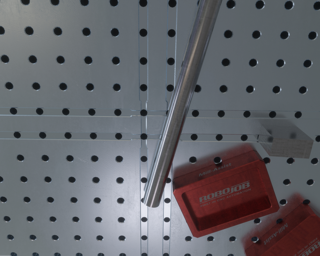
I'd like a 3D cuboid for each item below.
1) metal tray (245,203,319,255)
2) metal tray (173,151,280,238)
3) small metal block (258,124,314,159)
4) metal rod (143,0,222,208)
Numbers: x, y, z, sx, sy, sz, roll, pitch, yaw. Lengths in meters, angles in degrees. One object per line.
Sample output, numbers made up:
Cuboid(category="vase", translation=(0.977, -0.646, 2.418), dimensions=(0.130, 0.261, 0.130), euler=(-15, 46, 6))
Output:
Cuboid(category="metal tray", translation=(0.211, 0.189, 0.482), dimensions=(0.090, 0.030, 0.130), euler=(39, 105, -13))
Cuboid(category="metal tray", translation=(0.094, 0.097, 0.446), dimensions=(0.130, 0.030, 0.090), euler=(-21, 109, 7))
Cuboid(category="small metal block", translation=(0.163, 0.017, 0.407), dimensions=(0.050, 0.050, 0.025), euler=(4, 110, -2))
Cuboid(category="metal rod", translation=(0.025, -0.026, 0.403), dimensions=(0.025, 0.025, 0.298), euler=(14, 110, -5))
